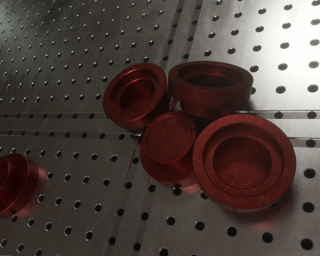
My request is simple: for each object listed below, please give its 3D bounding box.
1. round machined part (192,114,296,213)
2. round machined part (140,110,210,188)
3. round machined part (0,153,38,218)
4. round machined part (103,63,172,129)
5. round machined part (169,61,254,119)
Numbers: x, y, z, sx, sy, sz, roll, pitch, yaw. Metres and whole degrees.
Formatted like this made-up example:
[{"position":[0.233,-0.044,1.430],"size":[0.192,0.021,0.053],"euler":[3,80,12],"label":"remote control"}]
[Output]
[{"position":[0.084,0.038,0.319],"size":[0.098,0.042,0.098],"euler":[-4,64,8],"label":"round machined part"},{"position":[0.019,0.019,0.375],"size":[0.098,0.042,0.098],"euler":[-13,56,20],"label":"round machined part"},{"position":[-0.239,0.082,0.470],"size":[0.098,0.042,0.098],"euler":[-13,56,20],"label":"round machined part"},{"position":[-0.027,-0.040,0.434],"size":[0.098,0.042,0.098],"euler":[-13,55,20],"label":"round machined part"},{"position":[0.059,-0.045,0.373],"size":[0.099,0.042,0.098],"euler":[1,31,0],"label":"round machined part"}]
